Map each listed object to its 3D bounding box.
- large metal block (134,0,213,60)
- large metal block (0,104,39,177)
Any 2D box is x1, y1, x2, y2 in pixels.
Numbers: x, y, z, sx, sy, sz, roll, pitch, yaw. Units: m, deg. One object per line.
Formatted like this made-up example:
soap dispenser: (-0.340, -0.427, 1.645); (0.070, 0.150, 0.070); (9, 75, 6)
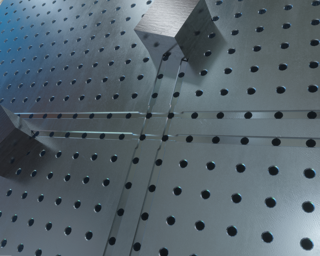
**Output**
large metal block: (0.021, -0.159, 0.477); (0.080, 0.050, 0.080); (23, 74, 36)
large metal block: (-0.262, 0.020, 0.514); (0.080, 0.050, 0.080); (-47, 52, -5)
